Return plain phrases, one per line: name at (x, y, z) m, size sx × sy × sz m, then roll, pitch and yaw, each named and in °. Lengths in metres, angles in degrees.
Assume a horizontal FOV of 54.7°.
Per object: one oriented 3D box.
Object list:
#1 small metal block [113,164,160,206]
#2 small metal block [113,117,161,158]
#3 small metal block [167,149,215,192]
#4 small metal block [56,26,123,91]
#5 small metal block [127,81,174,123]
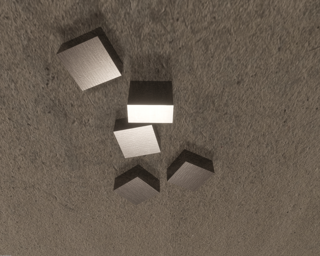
small metal block at (-0.036, 0.090, 0.483) m, size 0.050 × 0.025 × 0.050 m, roll -33°, pitch 123°, yaw 24°
small metal block at (-0.029, 0.011, 0.416) m, size 0.050 × 0.025 × 0.050 m, roll -10°, pitch 130°, yaw 8°
small metal block at (0.045, 0.064, 0.463) m, size 0.050 × 0.025 × 0.050 m, roll 24°, pitch 126°, yaw -20°
small metal block at (-0.076, -0.075, 0.342) m, size 0.050 × 0.025 × 0.050 m, roll -19°, pitch 128°, yaw 15°
small metal block at (-0.011, -0.032, 0.364) m, size 0.050 × 0.050 × 0.025 m, roll 1°, pitch 130°, yaw -1°
